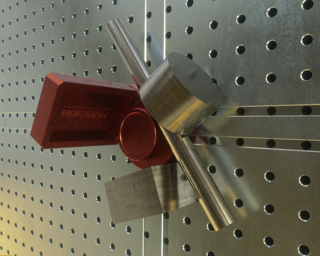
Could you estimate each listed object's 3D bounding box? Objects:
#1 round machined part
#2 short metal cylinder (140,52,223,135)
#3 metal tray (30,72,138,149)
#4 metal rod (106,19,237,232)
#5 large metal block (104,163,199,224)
[{"bbox_3d":[-0.018,0.008,0.411,0.098,0.042,0.097,0,90,39],"label":"round machined part"},{"bbox_3d":[0.024,-0.039,0.350,0.050,0.081,0.080,-44,64,31],"label":"short metal cylinder"},{"bbox_3d":[-0.098,-0.020,0.420,0.030,0.131,0.089,34,111,34],"label":"metal tray"},{"bbox_3d":[0.003,-0.020,0.378,0.025,0.025,0.299,-42,65,31],"label":"metal rod"},{"bbox_3d":[-0.007,0.077,0.377,0.080,0.081,0.050,-24,75,37],"label":"large metal block"}]
